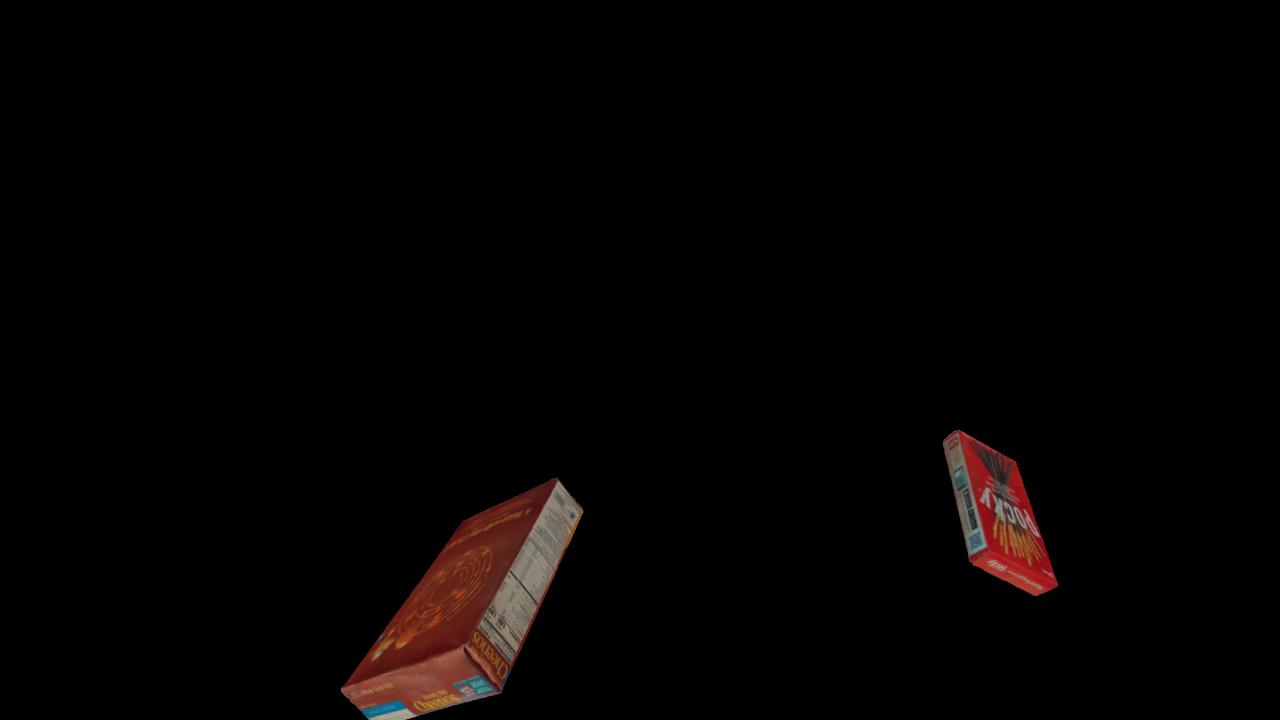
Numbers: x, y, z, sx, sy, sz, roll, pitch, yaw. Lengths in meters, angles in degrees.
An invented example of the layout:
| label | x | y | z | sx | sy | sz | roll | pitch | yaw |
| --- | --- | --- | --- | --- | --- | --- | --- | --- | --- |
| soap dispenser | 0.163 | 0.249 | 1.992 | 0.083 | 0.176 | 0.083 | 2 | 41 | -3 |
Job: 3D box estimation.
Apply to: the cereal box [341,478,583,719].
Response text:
| label | x | y | z | sx | sy | sz | roll | pitch | yaw |
| --- | --- | --- | --- | --- | --- | --- | --- | --- | --- |
| cereal box | -0.211 | 0.300 | 0.798 | 0.203 | 0.081 | 0.306 | -28 | 16 | 23 |

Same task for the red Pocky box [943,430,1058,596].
| label | x | y | z | sx | sy | sz | roll | pitch | yaw |
| --- | --- | --- | --- | --- | --- | --- | --- | --- | --- |
| red Pocky box | 0.357 | 0.148 | 0.618 | 0.083 | 0.155 | 0.028 | 28 | -49 | -10 |
